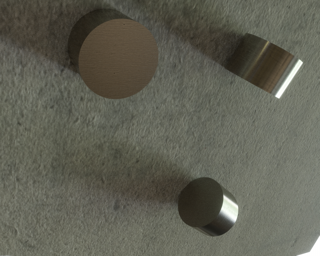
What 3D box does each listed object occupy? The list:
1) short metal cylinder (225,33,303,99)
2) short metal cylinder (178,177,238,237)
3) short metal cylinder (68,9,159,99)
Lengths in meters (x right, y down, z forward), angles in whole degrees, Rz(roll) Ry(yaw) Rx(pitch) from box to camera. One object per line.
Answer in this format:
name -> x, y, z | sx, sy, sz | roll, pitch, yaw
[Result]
short metal cylinder -> 0.131, -0.079, 0.396 | 0.081, 0.080, 0.050 | 18, 109, -36
short metal cylinder -> 0.076, 0.125, 0.493 | 0.080, 0.080, 0.050 | -46, 130, 4
short metal cylinder -> -0.049, -0.076, 0.318 | 0.081, 0.050, 0.079 | -14, 125, -21
